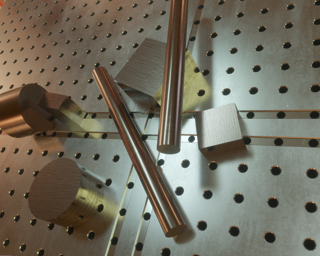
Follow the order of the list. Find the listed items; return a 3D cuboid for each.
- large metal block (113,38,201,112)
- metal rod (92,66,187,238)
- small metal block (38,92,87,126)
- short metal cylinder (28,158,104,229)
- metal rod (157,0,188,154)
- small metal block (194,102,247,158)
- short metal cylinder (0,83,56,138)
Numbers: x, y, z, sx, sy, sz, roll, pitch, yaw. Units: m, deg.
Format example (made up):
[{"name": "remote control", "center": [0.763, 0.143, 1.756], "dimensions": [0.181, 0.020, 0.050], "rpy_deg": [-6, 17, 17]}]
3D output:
[{"name": "large metal block", "center": [-0.004, -0.074, 0.440], "dimensions": [0.080, 0.050, 0.080], "rpy_deg": [27, 76, 37]}, {"name": "metal rod", "center": [-0.042, 0.009, 0.424], "dimensions": [0.025, 0.025, 0.300], "rpy_deg": [-35, 51, 5]}, {"name": "small metal block", "center": [-0.155, -0.031, 0.493], "dimensions": [0.050, 0.050, 0.025], "rpy_deg": [12, 68, 33]}, {"name": "short metal cylinder", "center": [-0.121, 0.085, 0.404], "dimensions": [0.080, 0.050, 0.080], "rpy_deg": [-13, 56, 21]}, {"name": "metal rod", "center": [0.021, -0.108, 0.398], "dimensions": [0.025, 0.025, 0.299], "rpy_deg": [-9, 58, 24]}, {"name": "small metal block", "center": [0.071, 0.003, 0.369], "dimensions": [0.050, 0.025, 0.050], "rpy_deg": [-15, 55, 19]}, {"name": "short metal cylinder", "center": [-0.217, -0.027, 0.504], "dimensions": [0.050, 0.080, 0.080], "rpy_deg": [-13, 56, 21]}]
